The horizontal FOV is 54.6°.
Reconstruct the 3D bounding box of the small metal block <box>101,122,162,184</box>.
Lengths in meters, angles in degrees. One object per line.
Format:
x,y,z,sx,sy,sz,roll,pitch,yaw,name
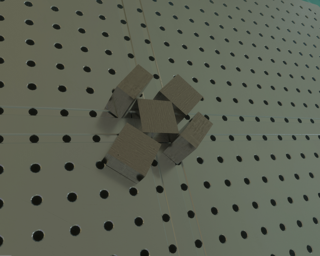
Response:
-0.033,0.030,0.371,0.050,0.025,0.050,33,51,-7,small metal block

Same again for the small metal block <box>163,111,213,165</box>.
0.036,0.013,0.402,0.025,0.050,0.050,41,51,0,small metal block

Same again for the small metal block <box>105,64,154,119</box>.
-0.040,-0.046,0.398,0.025,0.050,0.050,38,52,-4,small metal block

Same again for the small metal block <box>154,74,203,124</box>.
0.026,-0.042,0.447,0.050,0.025,0.050,43,51,1,small metal block

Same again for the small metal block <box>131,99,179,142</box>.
-0.007,-0.009,0.409,0.050,0.025,0.050,3,59,-25,small metal block
